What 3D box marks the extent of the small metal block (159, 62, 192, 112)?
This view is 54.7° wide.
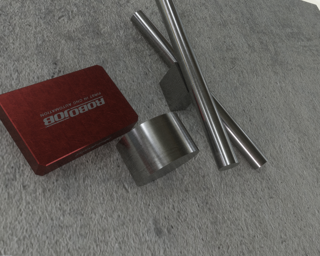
[{"bbox_3d":[0.028,-0.058,0.440,0.025,0.050,0.050,-8,66,-32],"label":"small metal block"}]

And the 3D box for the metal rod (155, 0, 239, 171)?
[{"bbox_3d":[0.038,-0.087,0.414,0.025,0.025,0.299,-3,63,-30],"label":"metal rod"}]

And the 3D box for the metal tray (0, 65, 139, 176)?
[{"bbox_3d":[-0.101,-0.015,0.356,0.131,0.030,0.090,-29,78,-38],"label":"metal tray"}]

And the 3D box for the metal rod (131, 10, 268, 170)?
[{"bbox_3d":[0.056,-0.063,0.473,0.025,0.025,0.300,-32,80,-38],"label":"metal rod"}]

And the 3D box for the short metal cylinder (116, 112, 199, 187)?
[{"bbox_3d":[-0.002,0.025,0.353,0.081,0.080,0.050,-20,73,-36],"label":"short metal cylinder"}]
